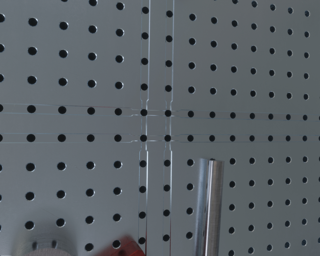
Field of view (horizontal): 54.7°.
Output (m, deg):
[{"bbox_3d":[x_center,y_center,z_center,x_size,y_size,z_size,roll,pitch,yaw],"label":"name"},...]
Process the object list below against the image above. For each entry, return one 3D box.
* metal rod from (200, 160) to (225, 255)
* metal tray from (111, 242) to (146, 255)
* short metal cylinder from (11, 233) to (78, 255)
[{"bbox_3d":[0.069,0.195,0.438,0.025,0.025,0.298,4,89,-20],"label":"metal rod"},{"bbox_3d":[-0.037,0.227,0.396,0.091,0.030,0.129,-30,100,-18],"label":"metal tray"},{"bbox_3d":[-0.132,0.167,0.351,0.081,0.050,0.079,0,90,-20],"label":"short metal cylinder"}]
